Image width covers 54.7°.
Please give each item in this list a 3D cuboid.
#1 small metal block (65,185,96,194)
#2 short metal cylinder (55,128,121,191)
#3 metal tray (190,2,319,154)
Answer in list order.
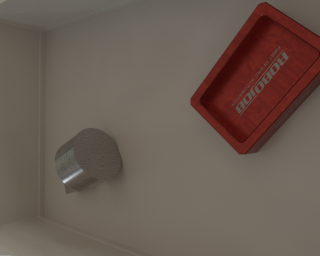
[{"bbox_3d":[-0.136,0.079,0.516,0.050,0.025,0.050,-22,76,37],"label":"small metal block"},{"bbox_3d":[-0.105,0.046,0.455,0.050,0.081,0.080,-32,70,35],"label":"short metal cylinder"},{"bbox_3d":[0.101,-0.048,0.319,0.090,0.030,0.129,49,119,28],"label":"metal tray"}]
